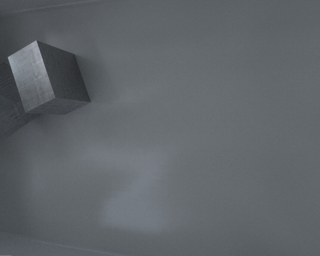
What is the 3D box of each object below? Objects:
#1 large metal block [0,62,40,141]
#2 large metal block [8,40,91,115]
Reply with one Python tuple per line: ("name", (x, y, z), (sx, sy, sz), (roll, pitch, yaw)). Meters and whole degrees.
("large metal block", (-0.231, -0.040, 0.456), (0.080, 0.080, 0.050), (34, 145, 16))
("large metal block", (-0.152, -0.066, 0.435), (0.050, 0.080, 0.080), (-23, 83, 19))
